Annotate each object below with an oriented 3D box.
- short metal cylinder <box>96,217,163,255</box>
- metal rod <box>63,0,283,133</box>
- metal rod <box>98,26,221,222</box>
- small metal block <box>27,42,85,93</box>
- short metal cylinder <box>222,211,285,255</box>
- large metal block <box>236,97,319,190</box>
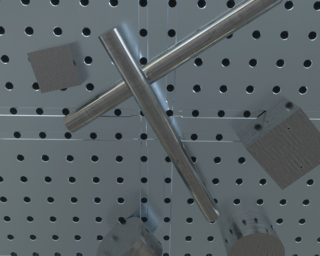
[{"bbox_3d":[-0.044,0.177,0.449,0.080,0.080,0.050,-31,107,11],"label":"short metal cylinder"},{"bbox_3d":[0.007,-0.080,0.383,0.300,0.025,0.025,-31,107,10],"label":"metal rod"},{"bbox_3d":[0.011,0.012,0.399,0.025,0.025,0.299,-26,115,9],"label":"metal rod"},{"bbox_3d":[-0.127,-0.075,0.385,0.050,0.025,0.050,-12,110,4],"label":"small metal block"},{"bbox_3d":[0.138,0.174,0.465,0.081,0.050,0.079,0,110,0],"label":"short metal cylinder"},{"bbox_3d":[0.163,0.020,0.409,0.080,0.050,0.080,-40,106,13],"label":"large metal block"}]
